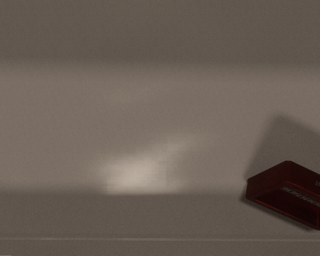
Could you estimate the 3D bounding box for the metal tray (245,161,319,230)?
[{"bbox_3d":[0.196,0.095,0.418,0.131,0.030,0.090,25,149,-8],"label":"metal tray"}]
